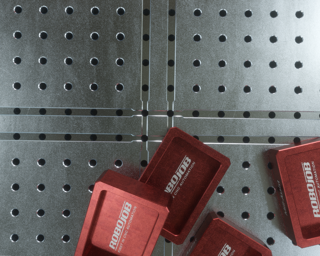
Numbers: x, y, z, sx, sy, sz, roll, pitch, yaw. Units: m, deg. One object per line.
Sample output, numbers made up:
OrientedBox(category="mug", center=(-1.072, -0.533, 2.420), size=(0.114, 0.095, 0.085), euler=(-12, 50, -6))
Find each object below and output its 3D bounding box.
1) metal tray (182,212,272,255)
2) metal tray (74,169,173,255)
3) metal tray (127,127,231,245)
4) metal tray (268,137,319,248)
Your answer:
OrientedBox(category="metal tray", center=(0.074, 0.191, 0.411), size=(0.090, 0.030, 0.130), euler=(32, 90, 0))
OrientedBox(category="metal tray", center=(-0.047, 0.125, 0.384), size=(0.090, 0.030, 0.129), euler=(21, 112, 4))
OrientedBox(category="metal tray", center=(0.021, 0.074, 0.410), size=(0.090, 0.030, 0.130), euler=(31, 90, 0))
OrientedBox(category="metal tray", center=(0.206, 0.082, 0.412), size=(0.090, 0.030, 0.129), euler=(-13, 90, 0))
